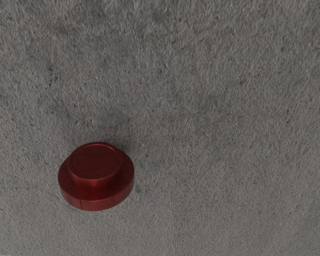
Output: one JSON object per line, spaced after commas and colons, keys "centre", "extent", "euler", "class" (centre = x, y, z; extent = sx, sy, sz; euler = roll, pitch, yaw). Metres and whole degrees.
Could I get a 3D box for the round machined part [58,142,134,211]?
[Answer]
{"centre": [-0.083, 0.056, 0.406], "extent": [0.099, 0.098, 0.042], "euler": [2, 130, -2], "class": "round machined part"}
